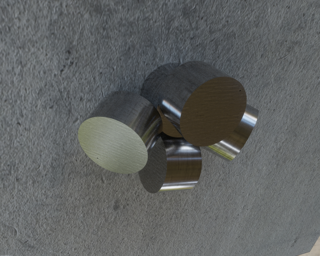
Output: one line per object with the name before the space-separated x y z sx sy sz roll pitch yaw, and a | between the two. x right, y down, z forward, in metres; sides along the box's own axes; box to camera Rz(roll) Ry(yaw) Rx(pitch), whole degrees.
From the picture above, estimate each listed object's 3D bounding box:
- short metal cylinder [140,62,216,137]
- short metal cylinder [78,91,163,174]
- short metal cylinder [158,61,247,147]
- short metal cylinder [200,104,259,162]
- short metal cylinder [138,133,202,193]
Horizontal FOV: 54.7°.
short metal cylinder | 0.022 -0.035 0.384 0.081 0.050 0.079 -14 125 -21
short metal cylinder | -0.043 0.005 0.347 0.080 0.050 0.079 12 131 14
short metal cylinder | 0.045 -0.027 0.336 0.081 0.050 0.079 -14 125 -21
short metal cylinder | 0.087 -0.002 0.414 0.050 0.080 0.080 29 106 2
short metal cylinder | 0.010 0.043 0.405 0.050 0.080 0.079 2 118 -30
